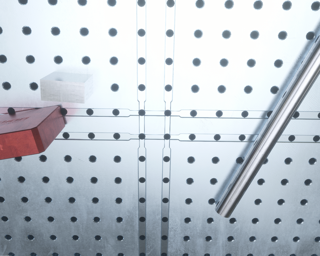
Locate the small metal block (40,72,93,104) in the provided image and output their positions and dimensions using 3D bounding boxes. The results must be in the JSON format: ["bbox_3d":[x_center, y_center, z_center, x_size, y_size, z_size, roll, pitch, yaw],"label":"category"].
[{"bbox_3d":[-0.112,-0.050,0.380,0.050,0.050,0.025,4,110,-2],"label":"small metal block"}]

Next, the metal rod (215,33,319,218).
[{"bbox_3d":[0.154,-0.003,0.414,0.025,0.025,0.298,23,108,-9],"label":"metal rod"}]

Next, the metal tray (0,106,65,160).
[{"bbox_3d":[-0.194,0.009,0.379,0.131,0.090,0.030,-9,110,3],"label":"metal tray"}]
